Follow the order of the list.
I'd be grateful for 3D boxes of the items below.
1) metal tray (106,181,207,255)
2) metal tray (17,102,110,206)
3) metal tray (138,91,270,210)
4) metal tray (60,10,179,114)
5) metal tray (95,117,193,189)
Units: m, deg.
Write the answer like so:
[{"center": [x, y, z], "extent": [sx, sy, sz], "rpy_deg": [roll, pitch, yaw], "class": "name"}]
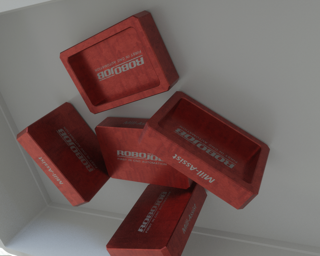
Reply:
[{"center": [0.000, 0.121, 0.410], "extent": [0.090, 0.131, 0.030], "rpy_deg": [-13, 112, 32], "class": "metal tray"}, {"center": [-0.129, 0.036, 0.452], "extent": [0.030, 0.090, 0.130], "rpy_deg": [-27, 104, 36], "class": "metal tray"}, {"center": [0.053, 0.019, 0.347], "extent": [0.130, 0.090, 0.030], "rpy_deg": [33, 129, 6], "class": "metal tray"}, {"center": [-0.052, -0.075, 0.383], "extent": [0.130, 0.030, 0.090], "rpy_deg": [-14, 112, 33], "class": "metal tray"}, {"center": [-0.020, 0.033, 0.431], "extent": [0.130, 0.030, 0.089], "rpy_deg": [3, 120, 26], "class": "metal tray"}]
